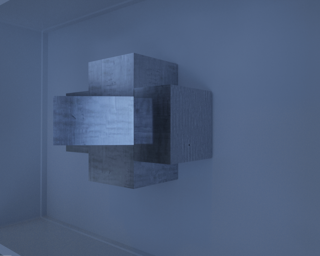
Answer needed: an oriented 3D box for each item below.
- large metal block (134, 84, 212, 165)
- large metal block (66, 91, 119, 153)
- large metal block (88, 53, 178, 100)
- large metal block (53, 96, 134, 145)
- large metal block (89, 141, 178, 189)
[{"bbox_3d":[0.017,-0.004,0.353,0.050,0.081,0.080,0,90,39],"label":"large metal block"},{"bbox_3d":[-0.084,-0.008,0.440,0.050,0.081,0.080,0,90,40],"label":"large metal block"},{"bbox_3d":[-0.034,-0.058,0.398,0.080,0.081,0.050,0,90,40],"label":"large metal block"},{"bbox_3d":[-0.070,-0.008,0.354,0.081,0.080,0.050,0,90,-5],"label":"large metal block"},{"bbox_3d":[-0.034,0.042,0.398,0.080,0.081,0.050,0,90,40],"label":"large metal block"}]
